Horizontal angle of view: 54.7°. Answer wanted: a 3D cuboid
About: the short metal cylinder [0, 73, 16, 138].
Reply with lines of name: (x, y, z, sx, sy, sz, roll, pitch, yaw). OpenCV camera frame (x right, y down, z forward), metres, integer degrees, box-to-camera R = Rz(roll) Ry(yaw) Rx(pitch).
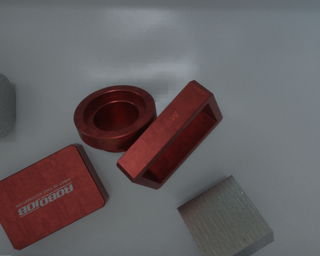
short metal cylinder: (-0.221, -0.027, 0.381, 0.050, 0.080, 0.079, 0, 90, 0)

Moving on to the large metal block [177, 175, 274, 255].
large metal block: (0.080, 0.119, 0.381, 0.080, 0.050, 0.080, -31, 53, -1)

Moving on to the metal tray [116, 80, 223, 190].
metal tray: (0.017, 0.014, 0.377, 0.030, 0.090, 0.130, 42, 90, 25)

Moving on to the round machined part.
round machined part: (-0.053, -0.008, 0.385, 0.099, 0.098, 0.042, -8, 133, -1)

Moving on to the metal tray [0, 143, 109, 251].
metal tray: (-0.146, 0.088, 0.407, 0.130, 0.030, 0.090, -28, 90, -1)
